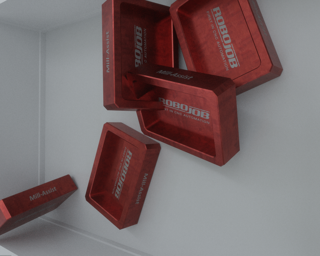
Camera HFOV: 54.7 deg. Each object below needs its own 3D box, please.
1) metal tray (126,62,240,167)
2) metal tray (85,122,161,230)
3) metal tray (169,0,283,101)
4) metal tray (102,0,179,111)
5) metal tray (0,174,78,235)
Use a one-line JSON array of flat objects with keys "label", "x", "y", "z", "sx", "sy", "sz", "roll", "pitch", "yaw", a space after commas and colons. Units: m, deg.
[{"label": "metal tray", "x": 0.023, "y": -0.019, "z": 0.349, "sx": 0.130, "sy": 0.030, "sz": 0.089, "roll": 21, "pitch": 135, "yaw": 42}, {"label": "metal tray", "x": -0.057, "y": 0.066, "z": 0.448, "sx": 0.090, "sy": 0.030, "sz": 0.129, "roll": 27, "pitch": 107, "yaw": 36}, {"label": "metal tray", "x": 0.068, "y": -0.101, "z": 0.345, "sx": 0.090, "sy": 0.030, "sz": 0.129, "roll": -25, "pitch": 74, "yaw": 36}, {"label": "metal tray", "x": -0.022, "y": -0.086, "z": 0.376, "sx": 0.030, "sy": 0.091, "sz": 0.129, "roll": -4, "pitch": 87, "yaw": 56}, {"label": "metal tray", "x": -0.211, "y": 0.127, "z": 0.507, "sx": 0.090, "sy": 0.131, "sz": 0.030, "roll": -41, "pitch": 77, "yaw": 32}]
